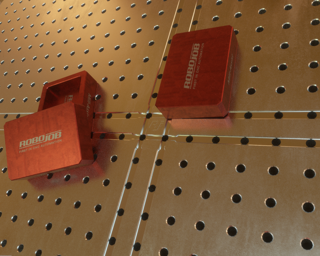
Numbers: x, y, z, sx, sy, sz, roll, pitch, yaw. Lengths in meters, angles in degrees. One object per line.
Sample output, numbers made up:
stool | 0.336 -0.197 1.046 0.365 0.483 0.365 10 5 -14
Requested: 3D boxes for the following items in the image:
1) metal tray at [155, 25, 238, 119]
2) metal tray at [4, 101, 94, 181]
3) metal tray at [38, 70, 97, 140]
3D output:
metal tray | 0.052 -0.077 0.424 0.090 0.030 0.130 -1 61 27
metal tray | -0.166 0.021 0.456 0.130 0.030 0.090 -15 78 19
metal tray | -0.153 -0.024 0.497 0.090 0.030 0.130 -14 56 19
